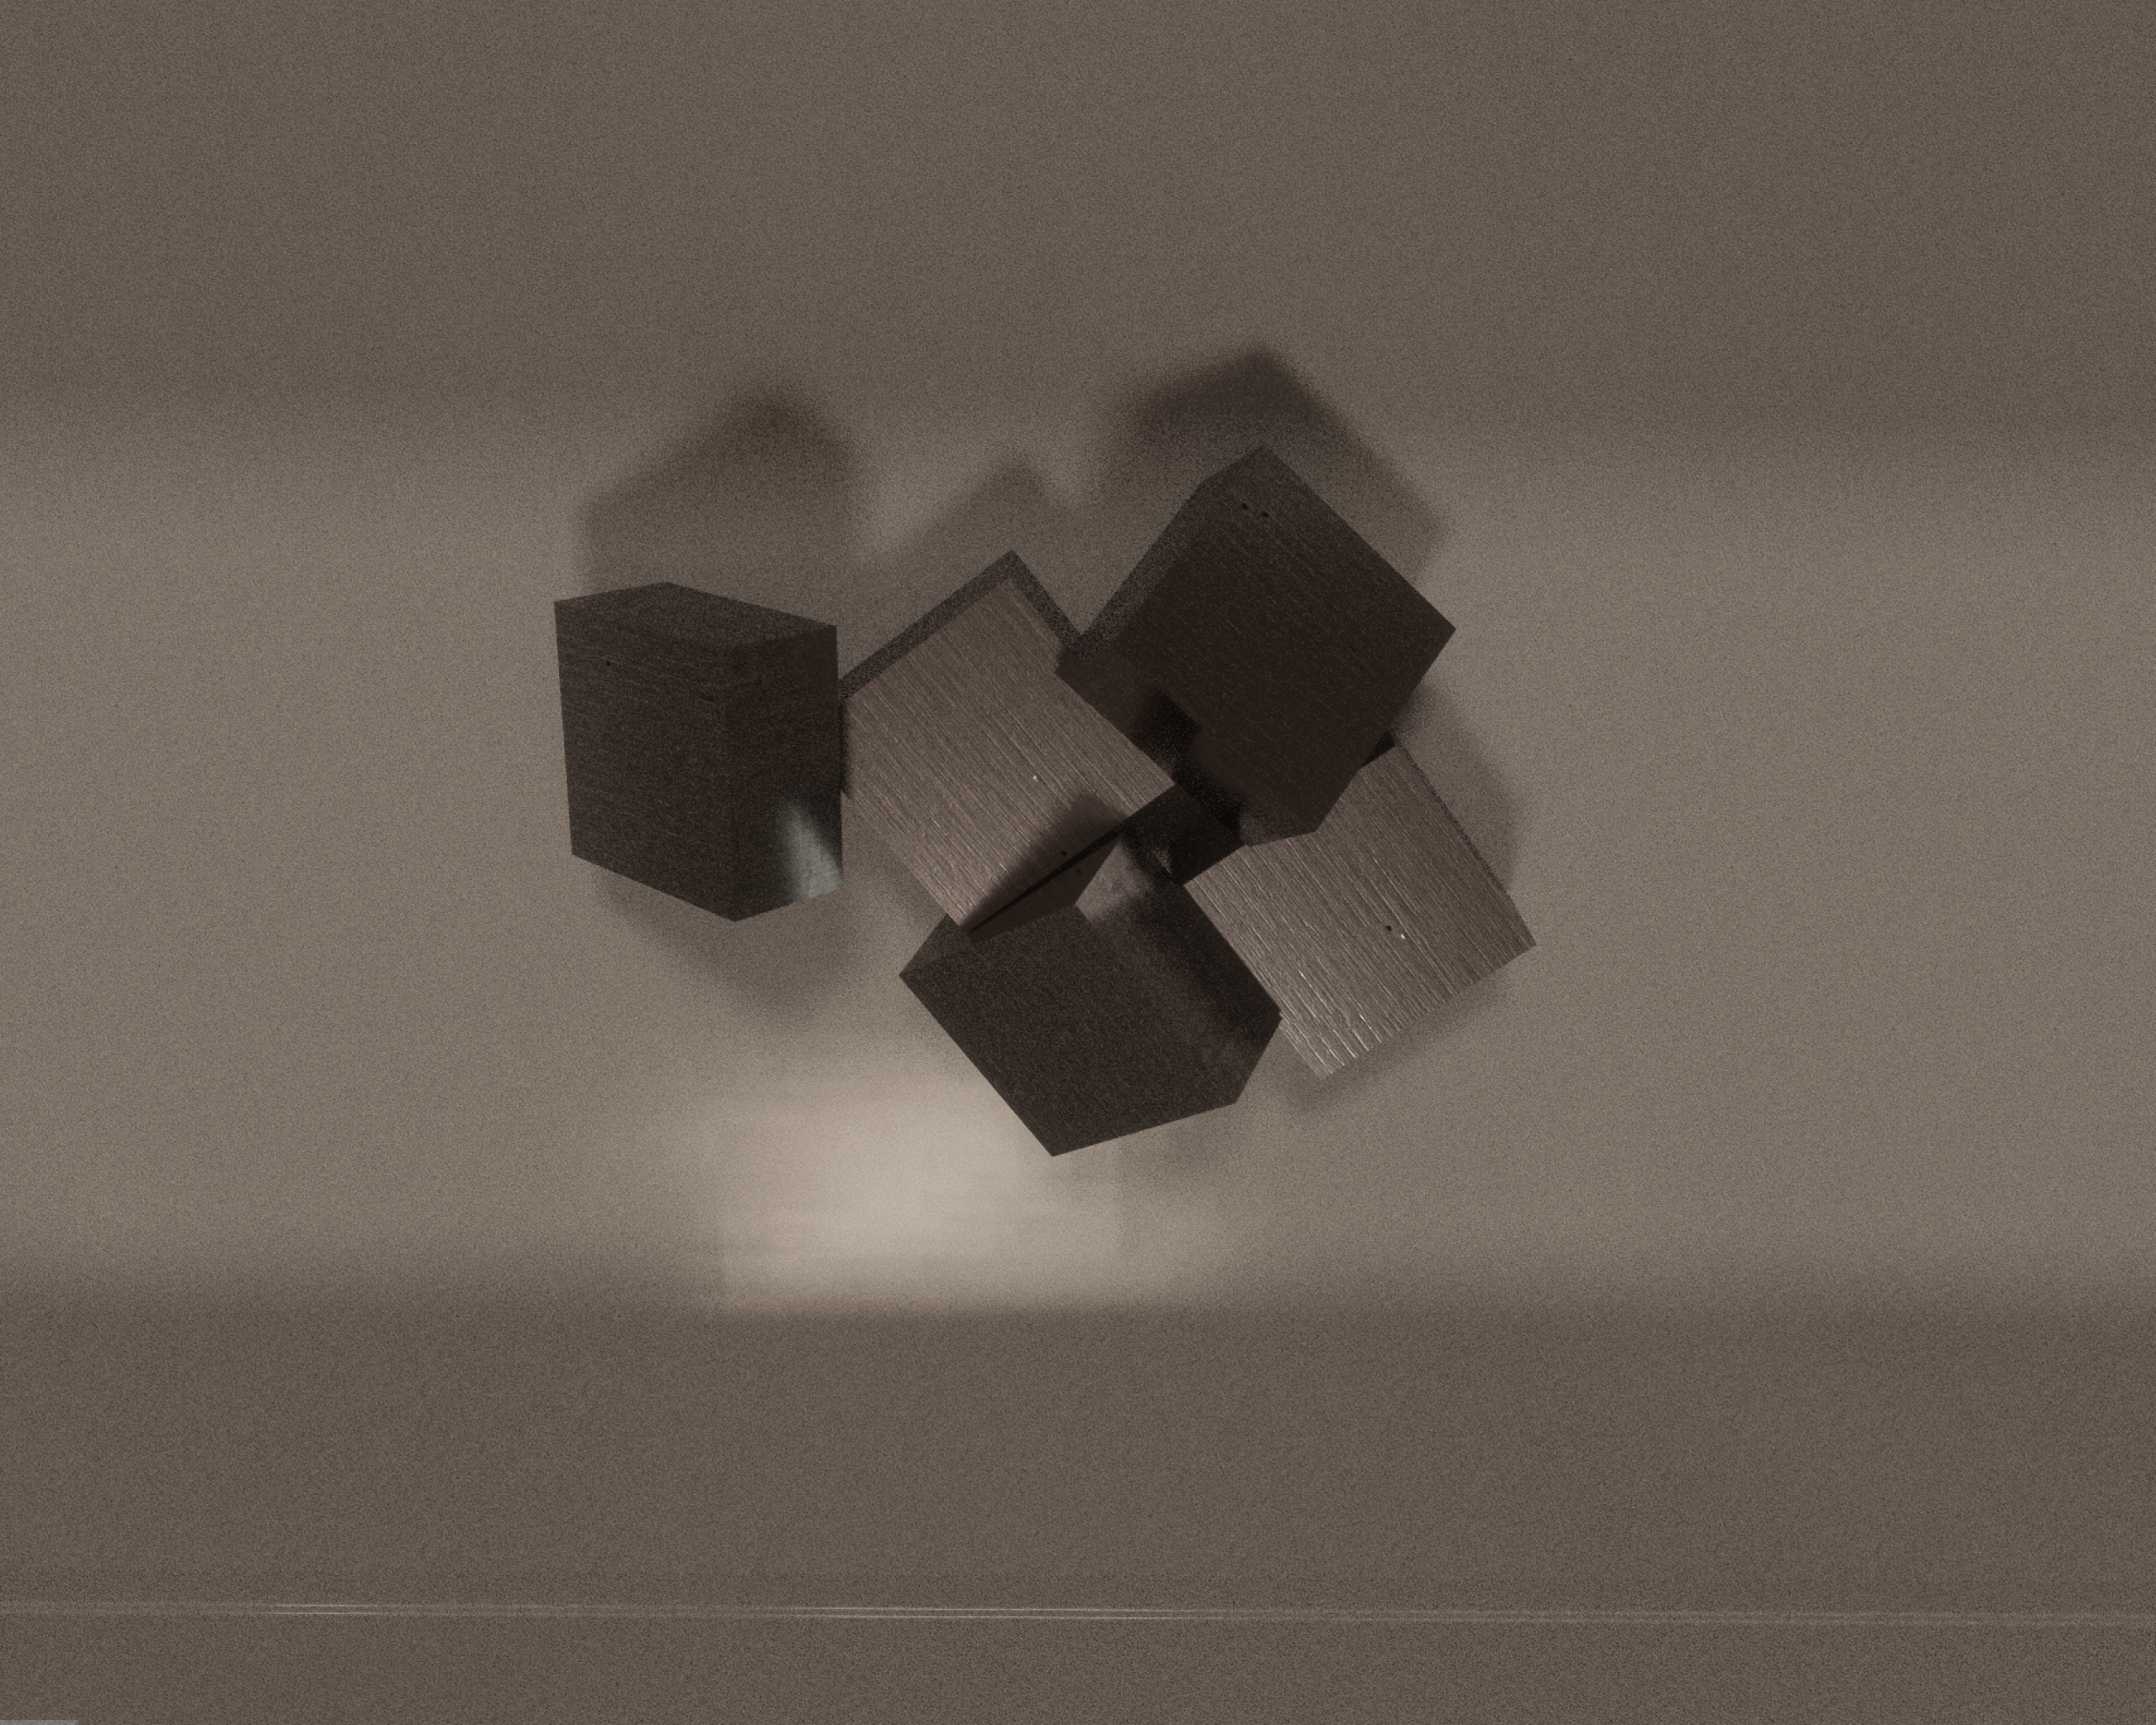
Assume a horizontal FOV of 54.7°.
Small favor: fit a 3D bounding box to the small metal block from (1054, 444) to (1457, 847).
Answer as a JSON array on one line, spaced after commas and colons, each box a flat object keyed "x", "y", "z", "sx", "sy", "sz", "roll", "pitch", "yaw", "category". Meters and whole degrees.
[{"x": 0.033, "y": -0.039, "z": 0.383, "sx": 0.050, "sy": 0.025, "sz": 0.050, "roll": 41, "pitch": 70, "yaw": -14, "category": "small metal block"}]

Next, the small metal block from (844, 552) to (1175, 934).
[{"x": -0.017, "y": -0.023, "z": 0.401, "sx": 0.050, "sy": 0.025, "sz": 0.050, "roll": -36, "pitch": 107, "yaw": 12, "category": "small metal block"}]

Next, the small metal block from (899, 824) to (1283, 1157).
[{"x": 0.002, "y": 0.026, "z": 0.407, "sx": 0.050, "sy": 0.025, "sz": 0.050, "roll": -23, "pitch": 112, "yaw": 41, "category": "small metal block"}]

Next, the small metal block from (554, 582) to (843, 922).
[{"x": -0.070, "y": -0.022, "z": 0.386, "sx": 0.050, "sy": 0.025, "sz": 0.050, "roll": 18, "pitch": 116, "yaw": 40, "category": "small metal block"}]

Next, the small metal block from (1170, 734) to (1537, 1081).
[{"x": 0.054, "y": 0.006, "z": 0.413, "sx": 0.050, "sy": 0.025, "sz": 0.050, "roll": -34, "pitch": 107, "yaw": 11, "category": "small metal block"}]
